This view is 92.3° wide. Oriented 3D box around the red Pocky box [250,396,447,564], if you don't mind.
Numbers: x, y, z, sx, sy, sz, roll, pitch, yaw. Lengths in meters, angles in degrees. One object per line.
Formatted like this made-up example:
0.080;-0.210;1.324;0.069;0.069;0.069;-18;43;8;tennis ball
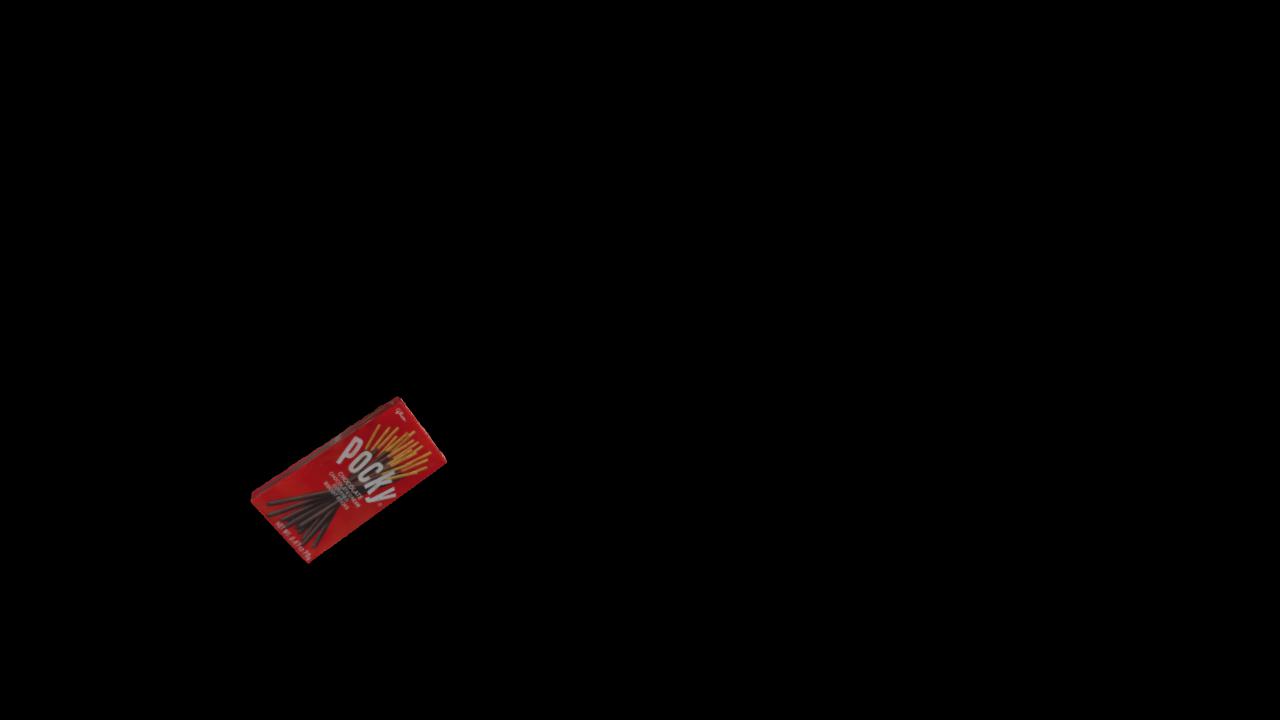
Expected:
-0.274;0.112;0.590;0.155;0.083;0.028;-37;23;-20;red Pocky box
